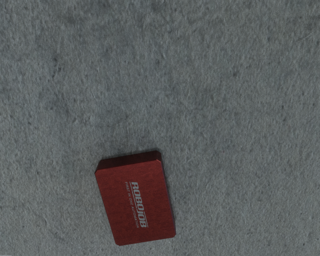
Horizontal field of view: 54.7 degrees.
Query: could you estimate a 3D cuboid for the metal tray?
[{"bbox_3d":[-0.032,0.103,0.445,0.091,0.030,0.129,-10,110,3],"label":"metal tray"}]
